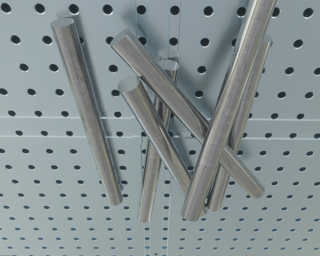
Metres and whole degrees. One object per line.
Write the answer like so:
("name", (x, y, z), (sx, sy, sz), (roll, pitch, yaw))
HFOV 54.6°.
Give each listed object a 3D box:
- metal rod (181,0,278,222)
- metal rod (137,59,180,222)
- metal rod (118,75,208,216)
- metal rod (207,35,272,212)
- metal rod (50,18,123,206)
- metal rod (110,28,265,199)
("metal rod", (0.073, -0.020, 0.344), (0.025, 0.025, 0.298), (10, 114, -9))
("metal rod", (-0.009, 0.041, 0.446), (0.025, 0.025, 0.298), (5, 130, -5))
("metal rod", (0.019, 0.047, 0.425), (0.025, 0.025, 0.299), (-16, 136, 13))
("metal rod", (0.099, 0.017, 0.426), (0.025, 0.025, 0.298), (2, 130, -2))
("metal rod", (-0.087, 0.005, 0.414), (0.025, 0.025, 0.298), (-4, 130, 3))
("metal rod", (0.051, 0.002, 0.379), (0.025, 0.025, 0.300), (-30, 124, 23))
